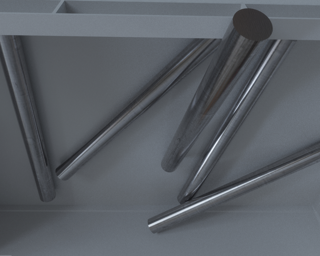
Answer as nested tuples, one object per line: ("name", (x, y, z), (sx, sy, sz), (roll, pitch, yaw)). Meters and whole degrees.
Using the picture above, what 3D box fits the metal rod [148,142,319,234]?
("metal rod", (0.117, 0.090, 0.466), (0.300, 0.025, 0.025), (-27, 126, 13))

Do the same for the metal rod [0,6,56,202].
("metal rod", (-0.170, -0.004, 0.403), (0.025, 0.025, 0.298), (3, 130, -3))

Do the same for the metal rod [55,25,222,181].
("metal rod", (-0.042, -0.016, 0.395), (0.025, 0.025, 0.299), (36, 121, -27))

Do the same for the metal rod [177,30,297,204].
("metal rod", (0.087, 0.010, 0.418), (0.025, 0.025, 0.298), (14, 129, -12))

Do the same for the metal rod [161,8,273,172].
("metal rod", (0.035, -0.004, 0.322), (0.025, 0.025, 0.299), (6, 156, -6))
